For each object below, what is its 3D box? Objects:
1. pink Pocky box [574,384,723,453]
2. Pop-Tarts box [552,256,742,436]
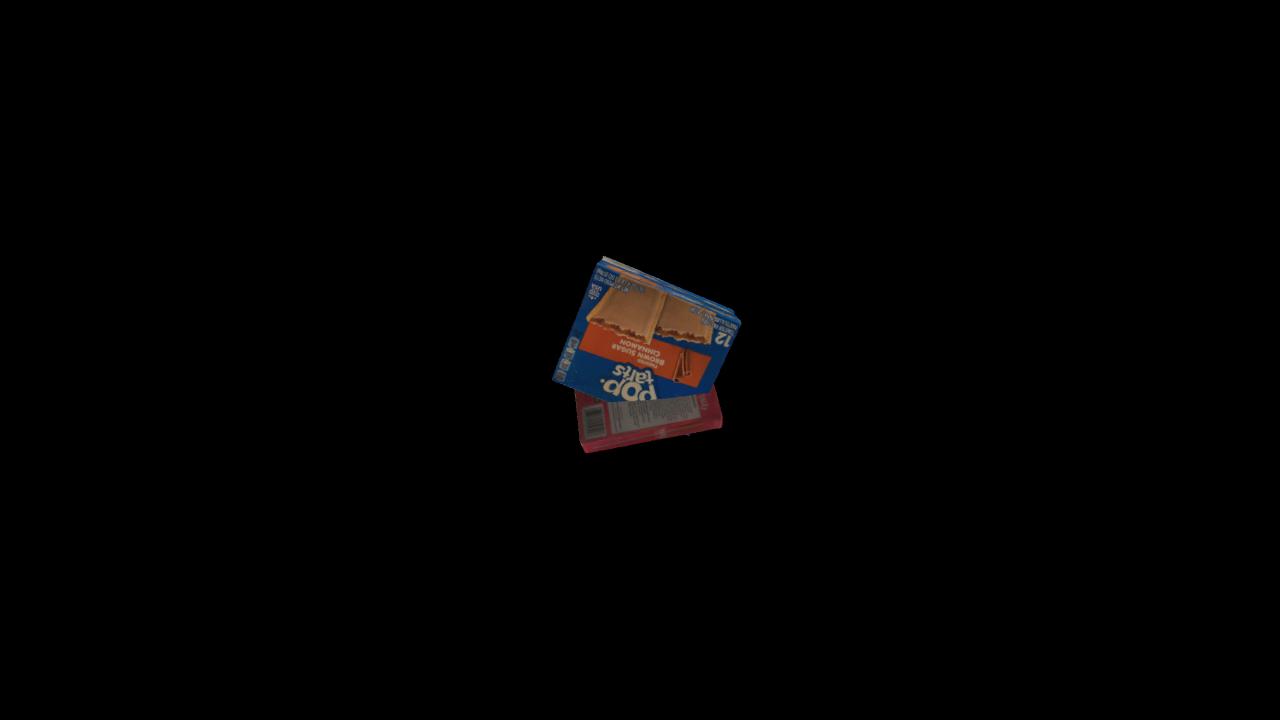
[{"bbox_3d":[0.008,0.048,0.681,0.155,0.084,0.029,-11,-36,1],"label":"pink Pocky box"},{"bbox_3d":[0.006,-0.018,0.693,0.167,0.141,0.083,23,16,-2],"label":"Pop-Tarts box"}]
